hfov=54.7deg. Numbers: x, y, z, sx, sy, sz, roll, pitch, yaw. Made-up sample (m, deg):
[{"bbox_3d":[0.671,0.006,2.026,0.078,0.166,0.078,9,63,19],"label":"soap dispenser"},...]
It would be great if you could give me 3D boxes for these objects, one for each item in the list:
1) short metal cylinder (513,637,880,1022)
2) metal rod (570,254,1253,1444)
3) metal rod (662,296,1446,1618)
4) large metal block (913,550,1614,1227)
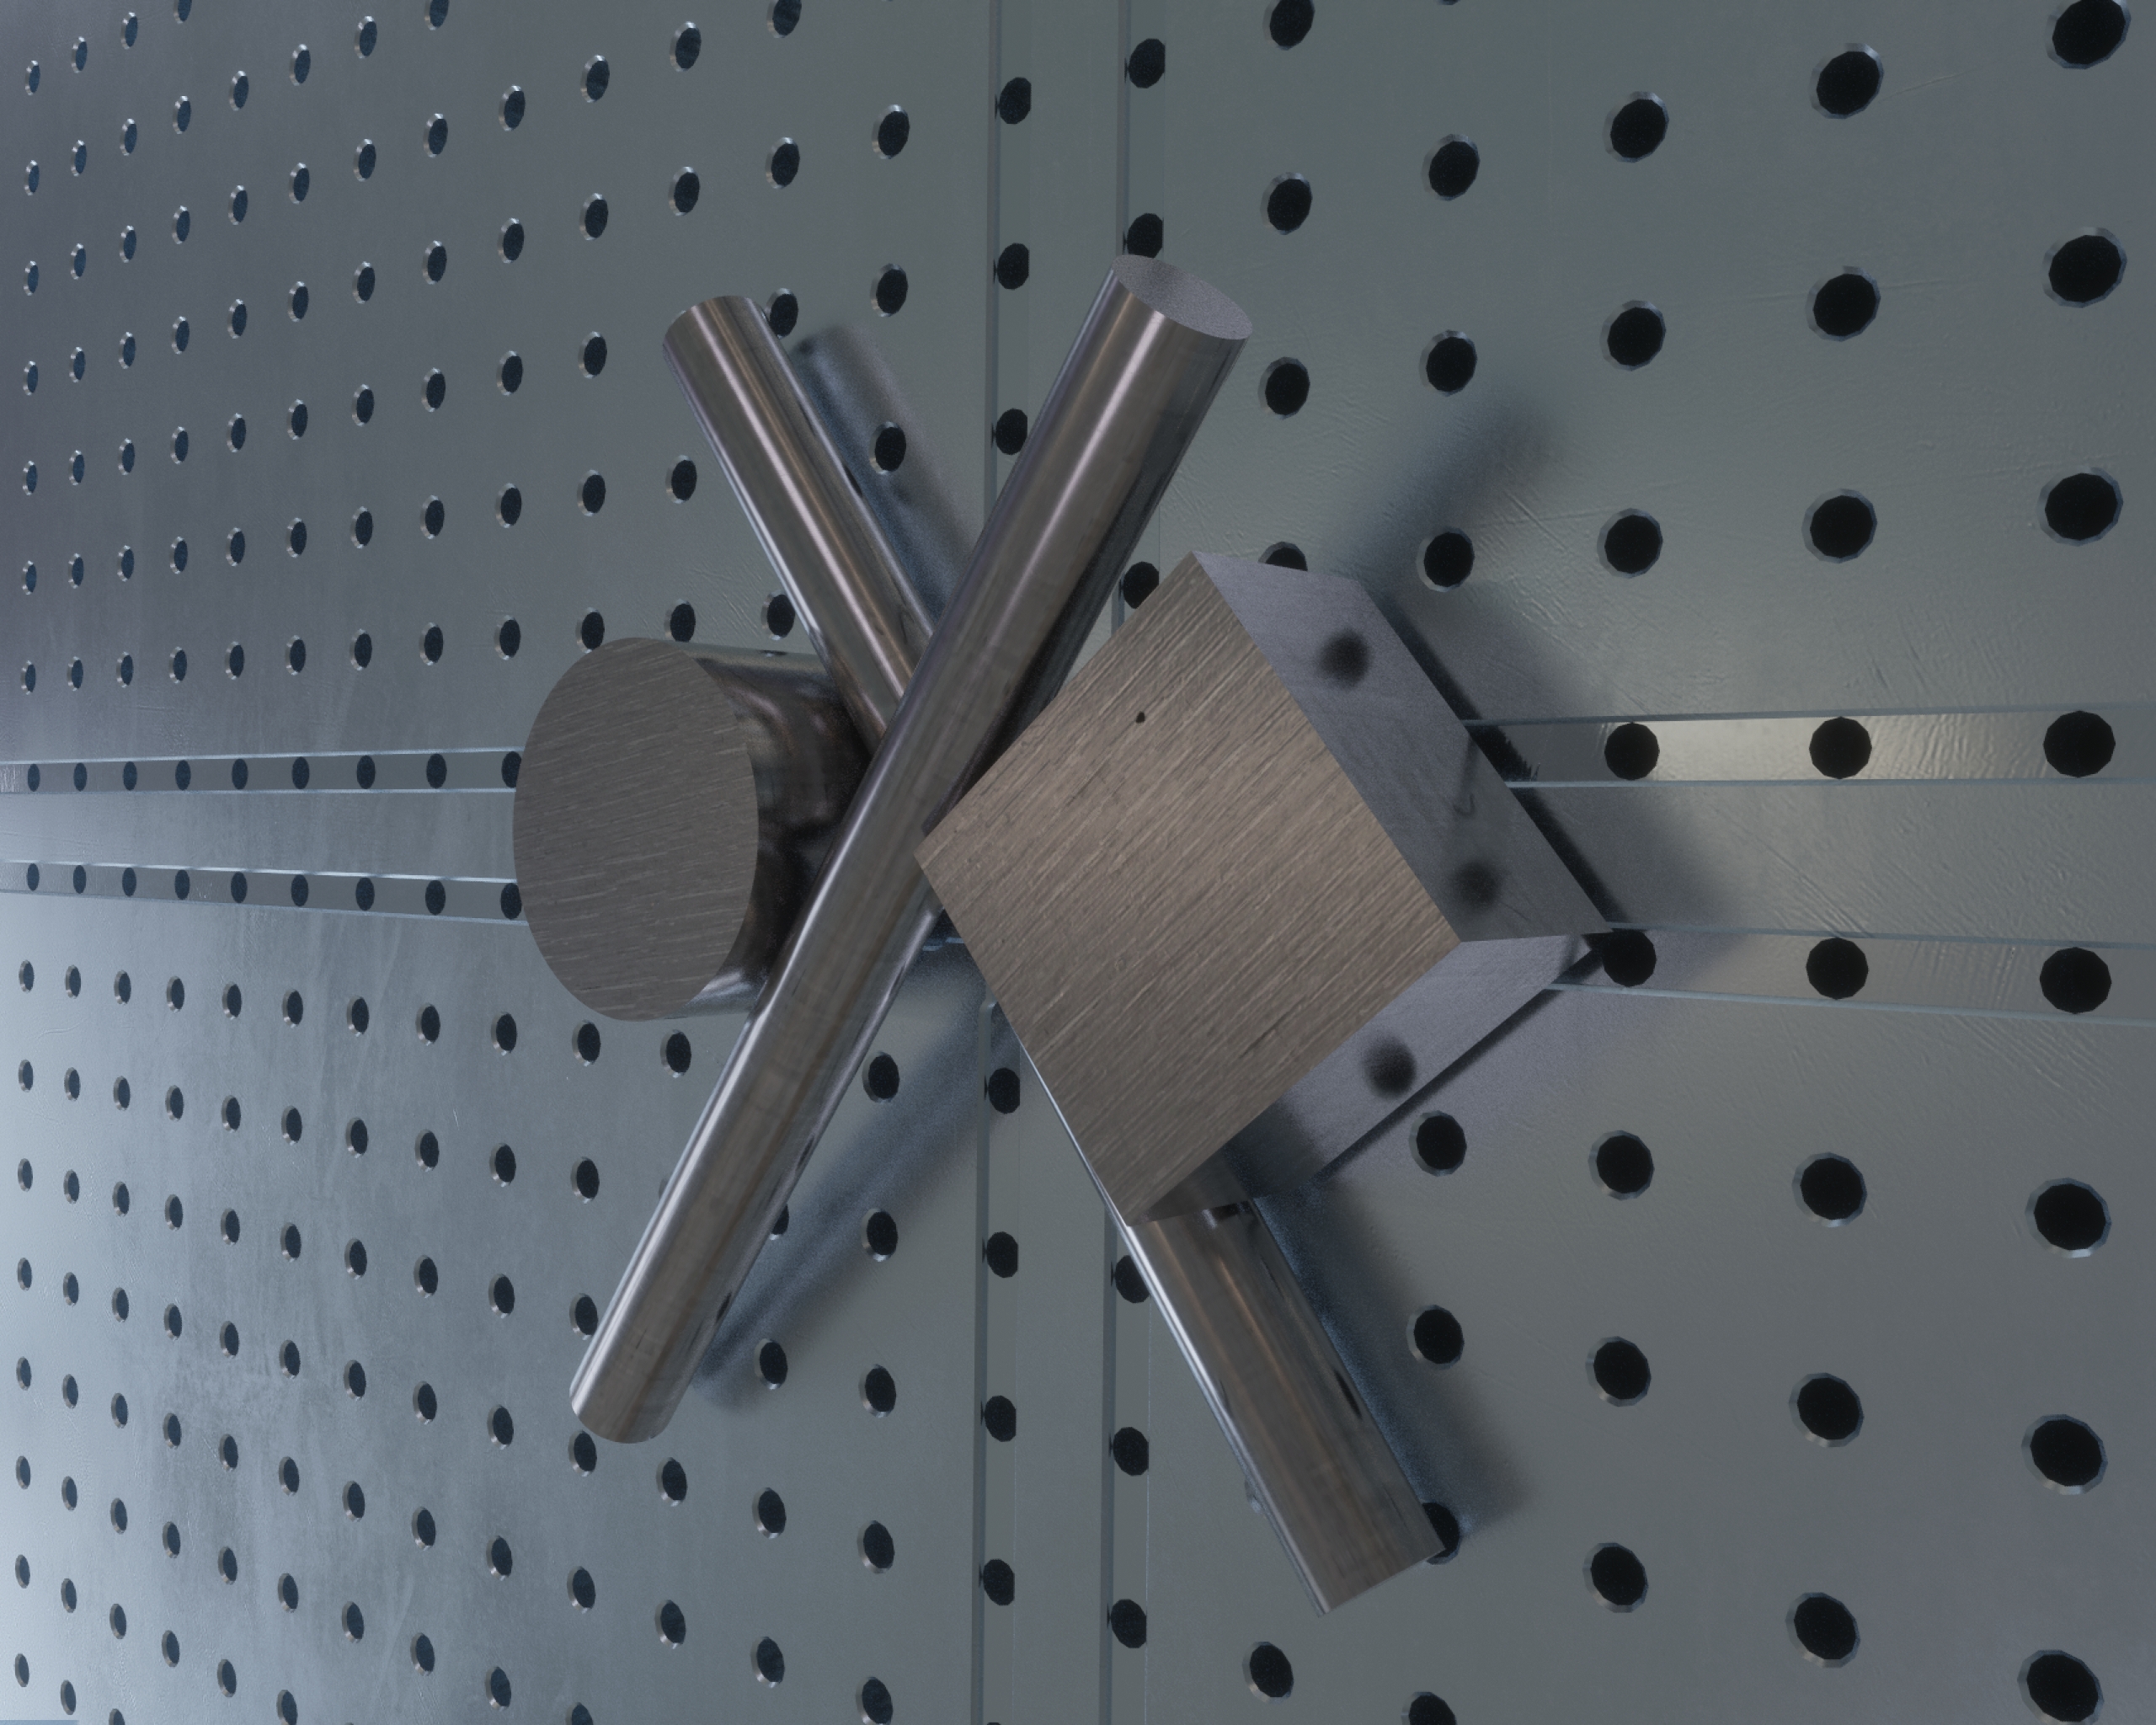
[{"bbox_3d":[-0.077,-0.007,0.452,0.080,0.050,0.079,0,90,40],"label":"short metal cylinder"},{"bbox_3d":[-0.046,0.018,0.415,0.025,0.025,0.298,50,128,28],"label":"metal rod"},{"bbox_3d":[-0.015,0.003,0.416,0.025,0.025,0.299,-43,64,31],"label":"metal rod"},{"bbox_3d":[0.029,0.005,0.363,0.080,0.050,0.080,-46,63,30],"label":"large metal block"}]
